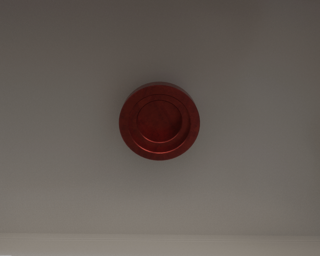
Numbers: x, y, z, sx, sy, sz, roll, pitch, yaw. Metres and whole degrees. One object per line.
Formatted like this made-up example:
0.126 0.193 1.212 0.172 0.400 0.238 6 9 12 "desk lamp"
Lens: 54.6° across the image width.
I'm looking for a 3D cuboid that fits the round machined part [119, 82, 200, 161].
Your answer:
-0.001 -0.011 0.395 0.099 0.042 0.097 0 110 0 "round machined part"
